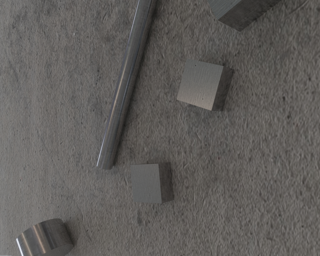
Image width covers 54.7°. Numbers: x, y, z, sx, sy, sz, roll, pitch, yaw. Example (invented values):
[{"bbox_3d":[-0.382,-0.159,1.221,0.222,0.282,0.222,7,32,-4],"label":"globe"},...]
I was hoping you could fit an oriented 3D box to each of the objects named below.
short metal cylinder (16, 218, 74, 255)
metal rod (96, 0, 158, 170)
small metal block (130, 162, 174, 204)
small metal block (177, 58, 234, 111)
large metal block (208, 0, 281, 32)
[{"bbox_3d":[-0.197,0.200,0.532,0.080,0.081,0.050,-49,61,29],"label":"short metal cylinder"},{"bbox_3d":[-0.044,-0.080,0.441,0.025,0.025,0.298,27,107,37],"label":"metal rod"},{"bbox_3d":[-0.011,0.072,0.414,0.050,0.025,0.050,-8,85,39],"label":"small metal block"},{"bbox_3d":[0.052,-0.050,0.362,0.050,0.025,0.050,22,104,37],"label":"small metal block"},{"bbox_3d":[0.087,-0.161,0.317,0.080,0.050,0.080,-34,69,35],"label":"large metal block"}]
